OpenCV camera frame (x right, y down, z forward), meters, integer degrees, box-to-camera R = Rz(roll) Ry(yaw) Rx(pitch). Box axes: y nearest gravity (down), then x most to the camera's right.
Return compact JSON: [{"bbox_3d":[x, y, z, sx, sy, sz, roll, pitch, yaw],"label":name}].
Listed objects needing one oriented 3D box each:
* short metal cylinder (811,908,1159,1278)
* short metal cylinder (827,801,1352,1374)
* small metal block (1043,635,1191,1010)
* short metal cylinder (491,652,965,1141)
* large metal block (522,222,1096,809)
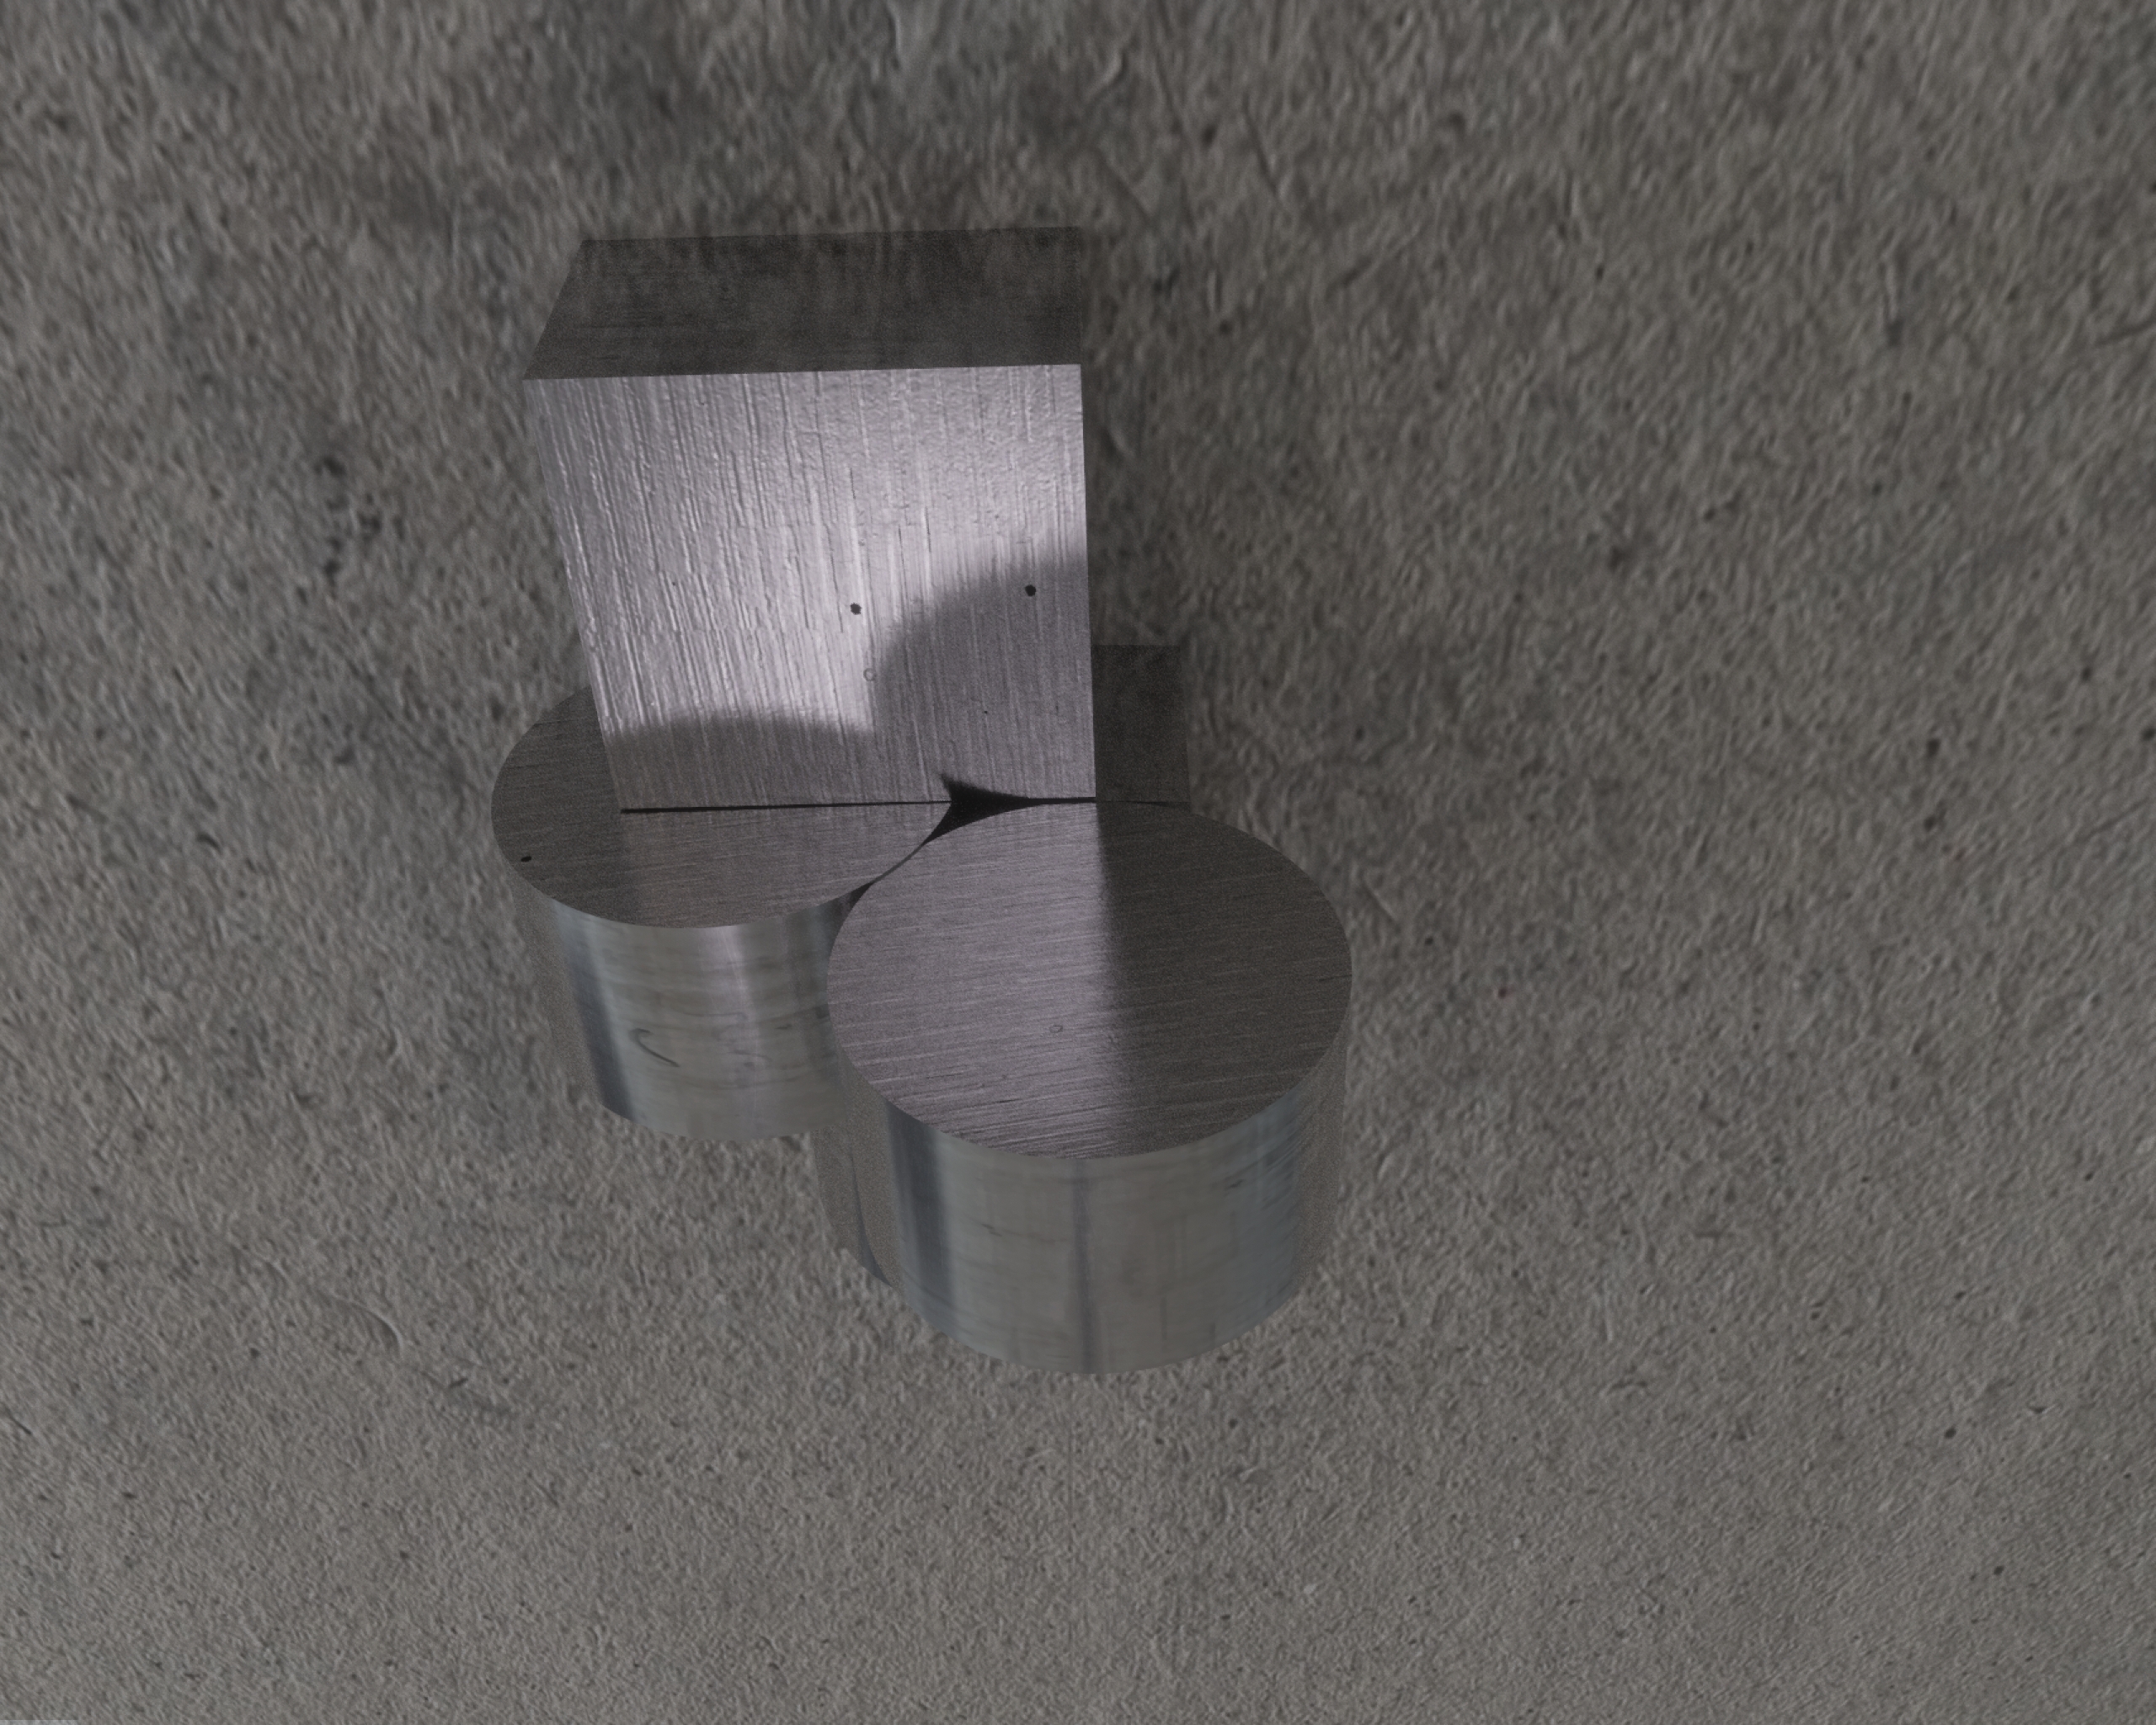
[{"bbox_3d":[-0.013,0.041,0.408,0.081,0.080,0.050,0,130,0],"label":"short metal cylinder"},{"bbox_3d":[0.003,0.034,0.337,0.080,0.080,0.050,-2,130,1],"label":"short metal cylinder"},{"bbox_3d":[0.006,-0.008,0.389,0.025,0.050,0.050,1,130,-1],"label":"small metal block"},{"bbox_3d":[-0.059,0.003,0.376,0.080,0.080,0.050,-2,130,1],"label":"short metal cylinder"},{"bbox_3d":[-0.039,-0.056,0.345,0.080,0.050,0.079,-2,130,1],"label":"large metal block"}]
